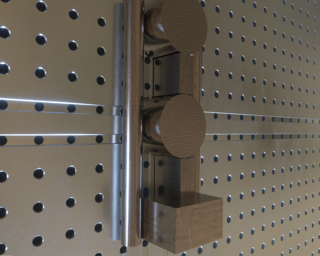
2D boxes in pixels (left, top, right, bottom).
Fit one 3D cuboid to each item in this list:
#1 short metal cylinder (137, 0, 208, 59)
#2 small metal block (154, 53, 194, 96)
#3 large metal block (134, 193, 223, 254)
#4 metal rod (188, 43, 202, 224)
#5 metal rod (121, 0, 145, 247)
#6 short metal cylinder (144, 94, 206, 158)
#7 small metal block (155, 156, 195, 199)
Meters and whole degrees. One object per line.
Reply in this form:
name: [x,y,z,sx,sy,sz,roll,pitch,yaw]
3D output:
short metal cylinder: [0.016,-0.132,0.405,0.081,0.050,0.080,0,90,-40]
small metal block: [0.018,-0.067,0.406,0.025,0.050,0.050,1,90,-40]
large metal block: [0.022,0.112,0.392,0.081,0.080,0.050,1,90,-40]
metal rod: [0.048,-0.008,0.448,0.025,0.025,0.298,1,89,-40]
metal rod: [-0.033,-0.009,0.380,0.025,0.025,0.298,1,89,-40]
short metal cylinder: [0.014,-0.002,0.404,0.081,0.050,0.080,0,90,-40]
small metal block: [0.019,0.063,0.407,0.025,0.050,0.050,0,90,-40]
